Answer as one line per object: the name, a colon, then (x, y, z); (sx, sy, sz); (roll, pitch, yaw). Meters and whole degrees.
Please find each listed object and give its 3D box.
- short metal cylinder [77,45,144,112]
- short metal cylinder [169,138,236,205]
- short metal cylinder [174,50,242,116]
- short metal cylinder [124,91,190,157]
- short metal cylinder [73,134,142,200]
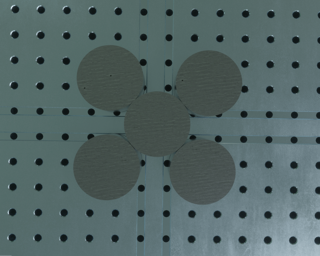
short metal cylinder: (-0.061, -0.061, 0.399); (0.081, 0.050, 0.079); (0, 90, -1)
short metal cylinder: (0.052, 0.053, 0.401); (0.081, 0.050, 0.079); (0, 90, -1)
short metal cylinder: (0.059, -0.054, 0.399); (0.081, 0.050, 0.079); (0, 90, -1)
short metal cylinder: (-0.003, -0.005, 0.400); (0.081, 0.050, 0.079); (0, 90, -1)
short metal cylinder: (-0.065, 0.047, 0.399); (0.081, 0.050, 0.079); (0, 90, -1)
